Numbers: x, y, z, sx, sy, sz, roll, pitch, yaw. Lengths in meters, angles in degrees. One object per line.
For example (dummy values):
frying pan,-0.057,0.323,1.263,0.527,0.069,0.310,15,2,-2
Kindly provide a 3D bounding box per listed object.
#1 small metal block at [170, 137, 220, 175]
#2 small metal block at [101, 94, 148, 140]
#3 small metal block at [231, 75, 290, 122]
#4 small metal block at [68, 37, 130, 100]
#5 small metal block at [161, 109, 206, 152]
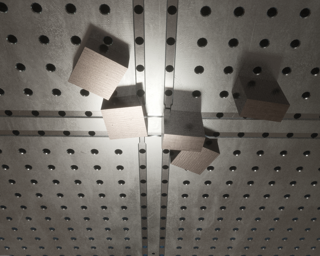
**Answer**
small metal block,0.049,0.035,0.443,0.050,0.025,0.050,23,126,-19
small metal block,-0.044,-0.014,0.400,0.050,0.025,0.050,-6,130,4
small metal block,0.117,-0.035,0.367,0.050,0.050,0.025,8,130,-7
small metal block,-0.070,-0.067,0.354,0.050,0.025,0.050,25,126,-20
small metal block,0.028,0.003,0.398,0.050,0.050,0.025,5,130,-5
